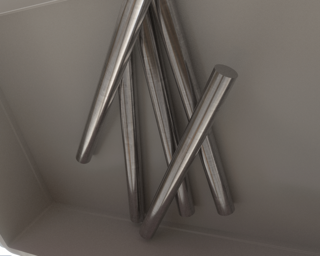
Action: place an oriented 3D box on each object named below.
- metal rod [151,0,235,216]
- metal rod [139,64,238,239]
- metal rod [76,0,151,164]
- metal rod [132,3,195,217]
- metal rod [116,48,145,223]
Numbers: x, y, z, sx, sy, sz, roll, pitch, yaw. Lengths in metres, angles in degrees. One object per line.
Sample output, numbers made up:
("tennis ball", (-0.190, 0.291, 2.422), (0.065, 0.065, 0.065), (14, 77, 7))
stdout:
("metal rod", (0.045, -0.017, 0.374), (0.025, 0.025, 0.298), (-6, 116, 31))
("metal rod", (0.022, 0.054, 0.396), (0.025, 0.025, 0.298), (29, 128, 10))
("metal rod", (-0.072, -0.039, 0.395), (0.025, 0.025, 0.298), (36, 137, 4))
("metal rod", (0.009, -0.006, 0.400), (0.025, 0.025, 0.298), (1, 119, 28))
("metal rod", (-0.041, 0.023, 0.444), (0.025, 0.025, 0.298), (12, 124, 21))
